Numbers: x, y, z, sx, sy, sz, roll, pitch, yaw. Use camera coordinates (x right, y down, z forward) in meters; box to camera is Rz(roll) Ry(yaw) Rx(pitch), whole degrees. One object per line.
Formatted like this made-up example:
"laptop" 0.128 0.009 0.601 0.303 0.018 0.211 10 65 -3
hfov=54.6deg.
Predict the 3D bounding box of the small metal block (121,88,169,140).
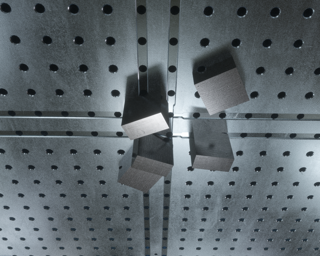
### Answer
"small metal block" -0.017 -0.017 0.380 0.050 0.050 0.025 -18 128 14

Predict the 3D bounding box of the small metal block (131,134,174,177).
"small metal block" -0.010 0.034 0.424 0.050 0.050 0.025 17 128 -14

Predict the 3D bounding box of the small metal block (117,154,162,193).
"small metal block" -0.029 0.067 0.468 0.050 0.025 0.050 26 126 -20

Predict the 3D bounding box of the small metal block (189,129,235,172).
"small metal block" 0.069 0.030 0.421 0.050 0.050 0.025 7 130 -6

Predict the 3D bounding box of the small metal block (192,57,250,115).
"small metal block" 0.073 -0.049 0.370 0.050 0.025 0.050 -21 127 17
